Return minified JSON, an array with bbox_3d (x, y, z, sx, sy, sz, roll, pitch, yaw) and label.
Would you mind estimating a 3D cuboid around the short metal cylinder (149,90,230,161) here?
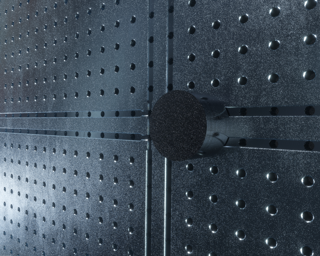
[{"bbox_3d":[0.034,-0.003,0.366,0.080,0.050,0.080,0,90,40],"label":"short metal cylinder"}]
